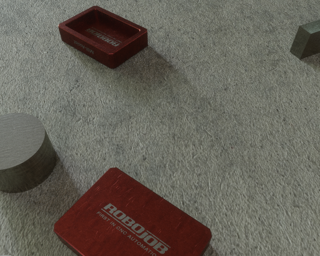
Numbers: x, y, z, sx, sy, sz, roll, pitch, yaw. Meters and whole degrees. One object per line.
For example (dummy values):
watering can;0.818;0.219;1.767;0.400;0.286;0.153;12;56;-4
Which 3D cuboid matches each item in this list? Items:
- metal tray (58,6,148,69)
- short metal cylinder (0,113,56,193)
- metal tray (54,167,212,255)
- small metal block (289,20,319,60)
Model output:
metal tray;-0.097;-0.160;0.533;0.130;0.030;0.090;32;57;24
short metal cylinder;-0.169;0.028;0.362;0.081;0.050;0.080;0;50;0
metal tray;-0.027;0.107;0.310;0.130;0.030;0.090;29;56;22
small metal block;0.250;-0.147;0.512;0.050;0.050;0.025;-21;53;-17
